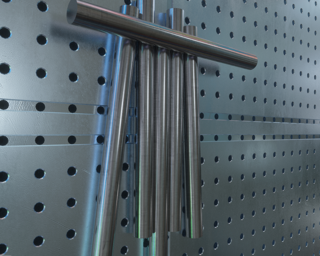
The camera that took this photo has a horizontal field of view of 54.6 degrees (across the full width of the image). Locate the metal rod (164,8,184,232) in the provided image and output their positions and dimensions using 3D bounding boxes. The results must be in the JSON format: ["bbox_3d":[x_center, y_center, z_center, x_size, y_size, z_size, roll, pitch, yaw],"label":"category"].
[{"bbox_3d":[0.019,-0.011,0.425,0.025,0.025,0.298,1,89,-40],"label":"metal rod"}]

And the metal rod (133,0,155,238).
[{"bbox_3d":[-0.020,-0.014,0.391,0.025,0.025,0.298,1,90,-40],"label":"metal rod"}]

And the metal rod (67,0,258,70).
[{"bbox_3d":[0.030,-0.110,0.400,0.302,0.025,0.025,2,89,-40],"label":"metal rod"}]

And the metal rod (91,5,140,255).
[{"bbox_3d":[-0.052,0.005,0.363,0.025,0.025,0.299,10,84,-40],"label":"metal rod"}]

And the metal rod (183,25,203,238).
[{"bbox_3d":[0.045,0.007,0.446,0.025,0.025,0.298,-3,92,-40],"label":"metal rod"}]

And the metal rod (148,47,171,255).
[{"bbox_3d":[-0.001,0.042,0.407,0.025,0.025,0.298,1,90,-40],"label":"metal rod"}]
